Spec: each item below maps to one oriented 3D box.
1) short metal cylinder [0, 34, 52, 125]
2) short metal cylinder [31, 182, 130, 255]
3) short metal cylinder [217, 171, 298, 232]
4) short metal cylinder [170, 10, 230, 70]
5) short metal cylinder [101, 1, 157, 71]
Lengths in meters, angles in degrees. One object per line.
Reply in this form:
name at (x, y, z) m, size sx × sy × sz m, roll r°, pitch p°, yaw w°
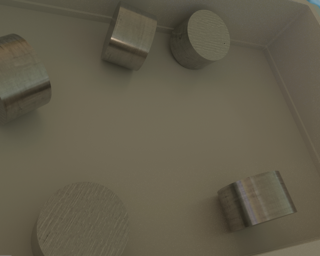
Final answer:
short metal cylinder at (-0.158, -0.049, 0.316) m, size 0.080 × 0.080 × 0.050 m, roll 49°, pitch 51°, yaw 6°
short metal cylinder at (-0.075, 0.097, 0.290) m, size 0.081 × 0.050 × 0.080 m, roll 14°, pitch 56°, yaw -21°
short metal cylinder at (0.117, 0.090, 0.378) m, size 0.081 × 0.080 × 0.050 m, roll -3°, pitch 64°, yaw -30°
short metal cylinder at (0.063, -0.138, 0.491) m, size 0.081 × 0.050 × 0.080 m, roll 5°, pitch 81°, yaw -28°
short metal cylinder at (-0.044, -0.124, 0.422) m, size 0.050 × 0.080 × 0.080 m, roll 17°, pitch 55°, yaw -19°
